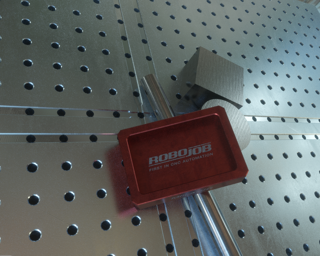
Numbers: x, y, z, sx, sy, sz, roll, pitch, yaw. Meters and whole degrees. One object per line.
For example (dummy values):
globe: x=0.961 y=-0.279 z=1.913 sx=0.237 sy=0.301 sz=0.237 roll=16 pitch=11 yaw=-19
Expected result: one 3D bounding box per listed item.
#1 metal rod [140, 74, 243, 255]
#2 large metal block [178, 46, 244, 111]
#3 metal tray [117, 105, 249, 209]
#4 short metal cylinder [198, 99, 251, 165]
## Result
metal rod: x=0.042 y=0.059 z=0.396 sx=0.025 sy=0.025 sz=0.299 roll=-12 pitch=68 yaw=-33
large metal block: x=0.080 y=-0.067 z=0.478 sx=0.080 sy=0.050 sz=0.080 roll=22 pitch=53 yaw=-15
metal tray: x=0.024 y=0.033 z=0.361 sx=0.131 sy=0.030 sz=0.090 roll=-14 pitch=67 yaw=-4
short metal cylinder: x=0.078 y=0.007 z=0.432 sx=0.081 sy=0.050 sz=0.080 roll=14 pitch=56 yaw=-21
